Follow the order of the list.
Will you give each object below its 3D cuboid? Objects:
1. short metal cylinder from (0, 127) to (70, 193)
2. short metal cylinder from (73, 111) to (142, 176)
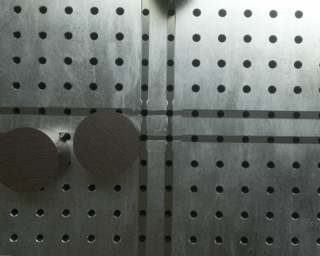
[{"bbox_3d":[-0.163,0.039,0.399,0.081,0.050,0.079,0,90,0],"label":"short metal cylinder"},{"bbox_3d":[-0.065,0.019,0.400,0.081,0.050,0.079,0,90,0],"label":"short metal cylinder"}]
